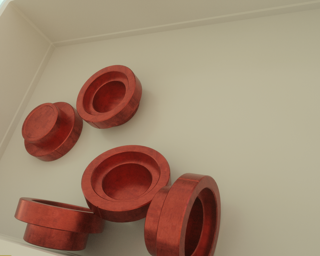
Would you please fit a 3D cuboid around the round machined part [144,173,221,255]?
[{"bbox_3d":[0.021,0.091,0.292,0.042,0.098,0.098,4,64,30],"label":"round machined part"}]

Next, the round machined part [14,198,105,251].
[{"bbox_3d":[-0.113,0.109,0.351,0.098,0.098,0.042,4,74,29],"label":"round machined part"}]

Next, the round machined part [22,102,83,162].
[{"bbox_3d":[-0.174,0.000,0.484,0.098,0.042,0.098,-13,56,20],"label":"round machined part"}]

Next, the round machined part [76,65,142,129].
[{"bbox_3d":[-0.070,-0.041,0.455,0.098,0.042,0.098,-13,56,20],"label":"round machined part"}]

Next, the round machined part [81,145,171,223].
[{"bbox_3d":[-0.036,0.067,0.355,0.099,0.042,0.098,-4,38,3],"label":"round machined part"}]
